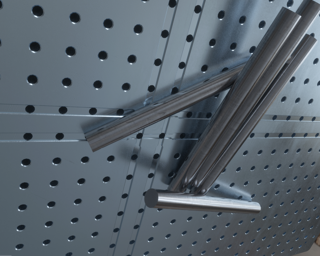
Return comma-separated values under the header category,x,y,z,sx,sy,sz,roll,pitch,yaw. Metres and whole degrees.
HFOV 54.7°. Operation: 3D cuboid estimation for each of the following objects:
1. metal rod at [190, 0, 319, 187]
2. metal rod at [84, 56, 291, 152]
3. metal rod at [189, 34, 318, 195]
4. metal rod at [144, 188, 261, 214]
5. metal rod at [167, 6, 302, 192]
category,x,y,z,sx,sy,sz,roll,pitch,yaw
metal rod,0.118,-0.032,0.432,0.025,0.025,0.298,11,121,-34
metal rod,0.046,-0.044,0.410,0.302,0.025,0.025,-25,128,-13
metal rod,0.139,-0.010,0.483,0.025,0.025,0.299,24,105,-37
metal rod,0.089,0.125,0.510,0.302,0.025,0.025,19,109,-45
metal rod,0.088,-0.018,0.424,0.025,0.025,0.298,11,121,-33
